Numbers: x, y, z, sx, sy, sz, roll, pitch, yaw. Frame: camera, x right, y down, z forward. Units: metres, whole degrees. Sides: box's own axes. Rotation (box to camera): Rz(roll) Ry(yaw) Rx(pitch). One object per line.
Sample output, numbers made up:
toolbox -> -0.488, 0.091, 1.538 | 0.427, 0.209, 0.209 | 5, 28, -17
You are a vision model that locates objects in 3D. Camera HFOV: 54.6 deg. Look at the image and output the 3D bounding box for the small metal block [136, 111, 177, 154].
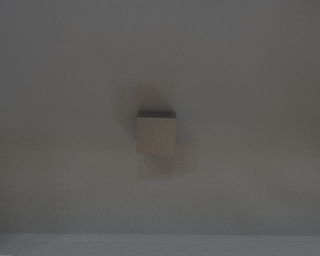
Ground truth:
small metal block -> -0.005, 0.006, 0.409 | 0.050, 0.025, 0.050 | 2, 110, -1
